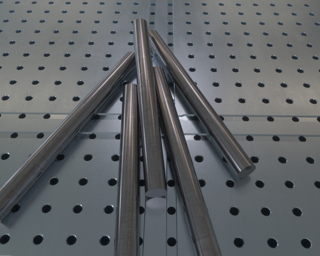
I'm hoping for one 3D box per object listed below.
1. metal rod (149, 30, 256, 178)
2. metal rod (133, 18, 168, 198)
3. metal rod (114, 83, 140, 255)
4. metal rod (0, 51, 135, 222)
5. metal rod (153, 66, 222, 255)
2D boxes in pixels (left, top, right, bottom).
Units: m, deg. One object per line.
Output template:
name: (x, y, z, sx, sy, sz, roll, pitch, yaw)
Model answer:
metal rod: (0.044, -0.054, 0.453, 0.025, 0.025, 0.300, -18, 52, -14)
metal rod: (-0.019, -0.050, 0.431, 0.025, 0.025, 0.300, -4, 55, -4)
metal rod: (-0.036, 0.058, 0.358, 0.025, 0.025, 0.300, -2, 50, -1)
metal rod: (-0.112, -0.010, 0.415, 0.025, 0.025, 0.301, 21, 53, 17)
metal rod: (0.023, 0.027, 0.385, 0.025, 0.025, 0.300, -8, 51, -7)
